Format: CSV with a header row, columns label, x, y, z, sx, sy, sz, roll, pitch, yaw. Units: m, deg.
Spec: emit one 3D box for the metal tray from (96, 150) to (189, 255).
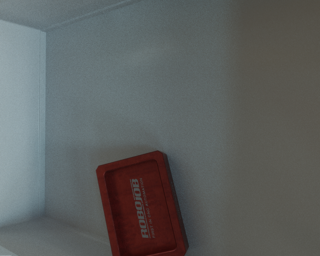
label,x,y,z,sx,sy,sz,roll,pitch,yaw
metal tray,-0.023,0.102,0.394,0.090,0.030,0.129,-15,79,9
